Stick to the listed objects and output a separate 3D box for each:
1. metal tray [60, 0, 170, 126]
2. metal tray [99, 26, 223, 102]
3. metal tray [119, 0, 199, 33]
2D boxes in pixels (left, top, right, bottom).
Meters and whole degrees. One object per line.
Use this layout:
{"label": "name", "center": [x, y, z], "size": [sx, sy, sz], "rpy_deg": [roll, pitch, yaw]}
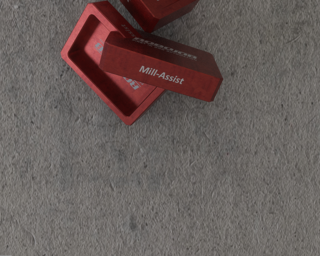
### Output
{"label": "metal tray", "center": [-0.053, -0.077, 0.382], "size": [0.130, 0.030, 0.090], "rpy_deg": [46, 128, 0]}
{"label": "metal tray", "center": [0.002, -0.079, 0.364], "size": [0.131, 0.090, 0.030], "rpy_deg": [15, 120, -9]}
{"label": "metal tray", "center": [-0.020, -0.191, 0.385], "size": [0.091, 0.030, 0.130], "rpy_deg": [-39, 90, -32]}
